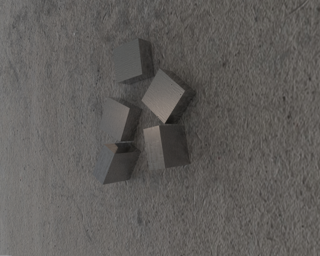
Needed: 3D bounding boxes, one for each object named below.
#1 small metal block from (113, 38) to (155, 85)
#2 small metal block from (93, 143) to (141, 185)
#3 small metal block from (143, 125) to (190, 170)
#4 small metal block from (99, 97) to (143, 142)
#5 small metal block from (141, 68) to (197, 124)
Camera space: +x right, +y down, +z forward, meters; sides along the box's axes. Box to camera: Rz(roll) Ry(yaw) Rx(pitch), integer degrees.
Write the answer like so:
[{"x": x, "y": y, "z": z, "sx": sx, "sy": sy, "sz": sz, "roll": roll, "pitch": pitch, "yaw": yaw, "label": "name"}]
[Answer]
[{"x": -0.037, "y": -0.092, "z": 0.436, "sx": 0.050, "sy": 0.025, "sz": 0.050, "roll": -11, "pitch": 83, "yaw": 39, "label": "small metal block"}, {"x": -0.061, "y": 0.049, "z": 0.439, "sx": 0.025, "sy": 0.050, "sz": 0.050, "roll": 36, "pitch": 112, "yaw": 34, "label": "small metal block"}, {"x": 0.009, "y": 0.024, "z": 0.381, "sx": 0.025, "sy": 0.050, "sz": 0.050, "roll": -14, "pitch": 81, "yaw": 39, "label": "small metal block"}, {"x": -0.058, "y": -0.013, "z": 0.453, "sx": 0.050, "sy": 0.025, "sz": 0.050, "roll": 28, "pitch": 107, "yaw": 36, "label": "small metal block"}, {"x": 0.011, "y": -0.040, "z": 0.396, "sx": 0.050, "sy": 0.025, "sz": 0.050, "roll": 46, "pitch": 118, "yaw": 30, "label": "small metal block"}]
